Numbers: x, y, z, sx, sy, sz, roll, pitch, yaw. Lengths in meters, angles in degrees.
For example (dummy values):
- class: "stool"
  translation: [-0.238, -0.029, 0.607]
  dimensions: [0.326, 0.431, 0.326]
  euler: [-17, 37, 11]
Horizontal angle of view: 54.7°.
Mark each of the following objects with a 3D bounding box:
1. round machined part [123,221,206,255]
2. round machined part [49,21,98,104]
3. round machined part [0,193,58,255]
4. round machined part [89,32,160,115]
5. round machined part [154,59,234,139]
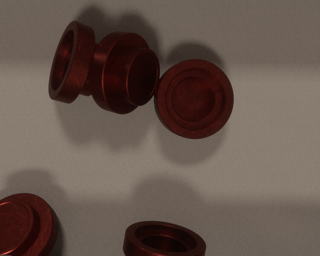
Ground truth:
- class: "round machined part"
  translation: [0.004, 0.152, 0.376]
  dimensions: [0.099, 0.098, 0.042]
  euler: [10, 94, -1]
- class: "round machined part"
  translation: [-0.100, -0.077, 0.382]
  dimensions: [0.042, 0.098, 0.097]
  euler: [15, 90, -32]
- class: "round machined part"
  translation: [-0.179, 0.125, 0.377]
  dimensions: [0.099, 0.042, 0.098]
  euler: [-2, 55, 3]
- class: "round machined part"
  translation: [-0.035, -0.063, 0.371]
  dimensions: [0.042, 0.098, 0.097]
  euler: [16, 90, 28]
- class: "round machined part"
  translation: [0.040, -0.036, 0.397]
  dimensions: [0.099, 0.042, 0.097]
  euler: [-1, 94, -12]
